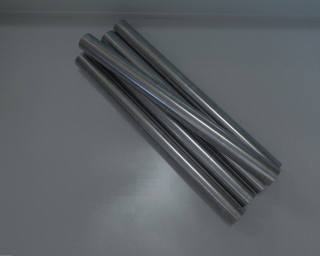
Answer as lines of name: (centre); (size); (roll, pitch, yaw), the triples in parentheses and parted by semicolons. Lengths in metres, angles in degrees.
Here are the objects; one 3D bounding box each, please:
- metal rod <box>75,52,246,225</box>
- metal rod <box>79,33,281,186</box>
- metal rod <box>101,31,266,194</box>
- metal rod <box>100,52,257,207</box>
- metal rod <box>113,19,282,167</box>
metal rod: (-0.009, 0.004, 0.407); (0.025, 0.025, 0.300); (-41, 75, -14)
metal rod: (0.016, -0.030, 0.392); (0.300, 0.025, 0.025); (37, 74, 12)
metal rod: (0.026, -0.030, 0.419); (0.025, 0.025, 0.300); (-41, 75, -14)
metal rod: (0.007, -0.015, 0.414); (0.025, 0.025, 0.300); (-41, 75, -14)
metal rod: (0.042, -0.049, 0.426); (0.025, 0.025, 0.300); (-41, 75, -14)
